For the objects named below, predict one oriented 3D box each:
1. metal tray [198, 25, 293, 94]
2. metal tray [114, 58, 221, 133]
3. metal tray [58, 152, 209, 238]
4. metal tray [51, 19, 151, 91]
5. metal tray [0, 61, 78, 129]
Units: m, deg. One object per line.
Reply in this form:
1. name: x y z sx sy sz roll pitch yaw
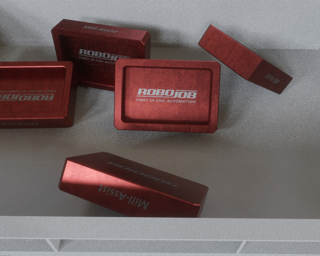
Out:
1. metal tray: 0.122 -0.092 0.432 0.131 0.030 0.090 5 35 -51
2. metal tray: 0.009 -0.041 0.400 0.131 0.089 0.030 2 6 1
3. metal tray: -0.021 0.060 0.313 0.130 0.090 0.030 17 94 13
4. metal tray: -0.081 -0.099 0.442 0.131 0.089 0.030 11 44 8
5. metal tray: -0.184 -0.046 0.423 0.131 0.030 0.090 -1 65 -1
